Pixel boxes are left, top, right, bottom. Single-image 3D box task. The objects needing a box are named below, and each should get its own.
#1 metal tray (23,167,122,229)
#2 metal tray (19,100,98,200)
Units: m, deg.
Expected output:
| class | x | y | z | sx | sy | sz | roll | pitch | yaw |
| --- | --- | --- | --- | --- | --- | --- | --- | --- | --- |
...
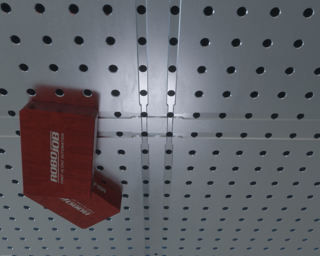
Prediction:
| class | x | y | z | sx | sy | sz | roll | pitch | yaw |
| --- | --- | --- | --- | --- | --- | --- | --- | --- | --- |
| metal tray | -0.137 | 0.108 | 0.499 | 0.090 | 0.030 | 0.130 | -31 | 124 | 23 |
| metal tray | -0.133 | 0.033 | 0.414 | 0.091 | 0.030 | 0.129 | 6 | 115 | -6 |
